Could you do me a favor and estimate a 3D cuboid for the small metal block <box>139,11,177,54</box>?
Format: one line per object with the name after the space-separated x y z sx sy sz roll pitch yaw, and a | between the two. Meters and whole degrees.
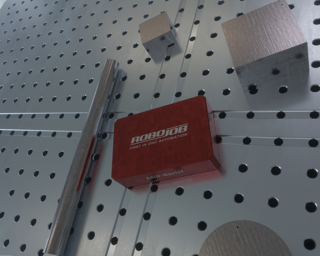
-0.004 -0.156 0.506 0.050 0.025 0.050 -21 54 15 | small metal block

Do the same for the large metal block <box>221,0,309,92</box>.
0.130 -0.103 0.387 0.080 0.050 0.080 -18 55 17 | large metal block

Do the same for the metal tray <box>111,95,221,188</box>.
0.004 0.018 0.392 0.130 0.030 0.090 -15 56 19 | metal tray

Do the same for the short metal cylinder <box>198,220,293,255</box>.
0.079 0.127 0.273 0.080 0.050 0.080 -13 56 21 | short metal cylinder

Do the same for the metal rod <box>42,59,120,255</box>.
-0.106 0.025 0.448 0.025 0.025 0.300 -3 60 27 | metal rod
